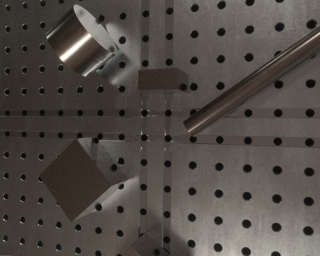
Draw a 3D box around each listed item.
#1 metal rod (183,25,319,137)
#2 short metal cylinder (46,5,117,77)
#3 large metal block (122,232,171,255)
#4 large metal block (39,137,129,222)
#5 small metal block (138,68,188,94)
[{"bbox_3d":[0.155,-0.083,0.358,0.300,0.025,0.025,-36,79,16],"label":"metal rod"},{"bbox_3d":[-0.104,-0.117,0.419,0.050,0.080,0.080,-36,79,16],"label":"short metal cylinder"},{"bbox_3d":[-0.021,0.202,0.406,0.080,0.050,0.080,38,102,15],"label":"large metal block"},{"bbox_3d":[-0.107,0.070,0.436,0.080,0.050,0.080,-43,77,14],"label":"large metal block"},{"bbox_3d":[0.005,-0.059,0.397,0.050,0.050,0.025,1,90,19],"label":"small metal block"}]
